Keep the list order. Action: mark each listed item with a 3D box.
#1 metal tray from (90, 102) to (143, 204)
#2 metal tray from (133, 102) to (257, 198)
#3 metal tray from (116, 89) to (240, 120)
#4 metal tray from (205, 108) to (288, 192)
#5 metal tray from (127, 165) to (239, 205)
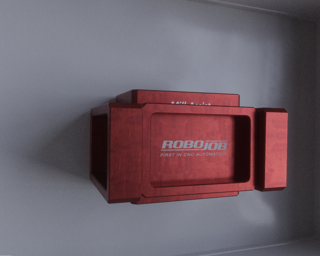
[{"bbox_3d":[-0.052,0.021,0.334,0.030,0.130,0.089,1,91,-20],"label":"metal tray"},{"bbox_3d":[0.039,0.021,0.324,0.131,0.030,0.089,1,89,-20],"label":"metal tray"},{"bbox_3d":[0.019,-0.025,0.380,0.131,0.090,0.030,0,91,-20],"label":"metal tray"},{"bbox_3d":[0.101,0.022,0.389,0.030,0.130,0.089,1,90,-20],"label":"metal tray"},{"bbox_3d":[0.018,0.064,0.379,0.131,0.090,0.030,0,90,-20],"label":"metal tray"}]
